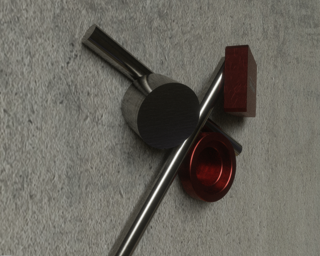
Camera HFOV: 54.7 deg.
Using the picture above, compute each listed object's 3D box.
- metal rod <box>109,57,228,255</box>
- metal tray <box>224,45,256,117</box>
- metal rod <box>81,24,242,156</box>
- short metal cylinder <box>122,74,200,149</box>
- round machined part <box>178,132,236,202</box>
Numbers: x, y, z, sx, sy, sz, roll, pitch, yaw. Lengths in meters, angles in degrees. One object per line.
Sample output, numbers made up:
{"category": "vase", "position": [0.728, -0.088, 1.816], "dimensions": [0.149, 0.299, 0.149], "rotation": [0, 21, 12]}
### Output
{"category": "metal rod", "position": [0.024, 0.030, 0.404], "dimensions": [0.025, 0.025, 0.300], "rotation": [41, 72, -33]}
{"category": "metal tray", "position": [0.125, -0.065, 0.470], "dimensions": [0.130, 0.030, 0.089], "rotation": [4, 87, -68]}
{"category": "metal rod", "position": [0.023, -0.034, 0.426], "dimensions": [0.301, 0.025, 0.025], "rotation": [35, 69, -35]}
{"category": "short metal cylinder", "position": [0.001, -0.021, 0.373], "dimensions": [0.081, 0.050, 0.079], "rotation": [-11, 115, -24]}
{"category": "round machined part", "position": [0.063, 0.055, 0.448], "dimensions": [0.099, 0.042, 0.097], "rotation": [0, 90, -40]}
